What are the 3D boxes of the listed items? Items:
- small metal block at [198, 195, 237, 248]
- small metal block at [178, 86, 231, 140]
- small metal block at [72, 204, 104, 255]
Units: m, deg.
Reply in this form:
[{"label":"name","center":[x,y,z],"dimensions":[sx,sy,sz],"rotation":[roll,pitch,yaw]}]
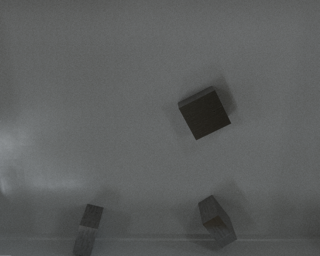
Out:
[{"label":"small metal block","center":[0.083,0.134,0.449],"dimensions":[0.025,0.050,0.050],"rotation":[-34,107,11]},{"label":"small metal block","center":[0.058,-0.020,0.405],"dimensions":[0.050,0.025,0.050],"rotation":[-27,108,9]},{"label":"small metal block","center":[-0.104,0.148,0.451],"dimensions":[0.025,0.050,0.050],"rotation":[16,109,-6]}]
